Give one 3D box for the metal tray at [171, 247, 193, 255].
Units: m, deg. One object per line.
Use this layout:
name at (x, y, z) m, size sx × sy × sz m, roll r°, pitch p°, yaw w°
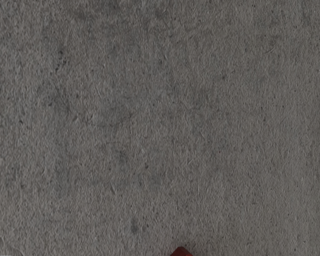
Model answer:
metal tray at (0.015, 0.238, 0.412) m, size 0.130 × 0.030 × 0.090 m, roll -43°, pitch 104°, yaw -15°
